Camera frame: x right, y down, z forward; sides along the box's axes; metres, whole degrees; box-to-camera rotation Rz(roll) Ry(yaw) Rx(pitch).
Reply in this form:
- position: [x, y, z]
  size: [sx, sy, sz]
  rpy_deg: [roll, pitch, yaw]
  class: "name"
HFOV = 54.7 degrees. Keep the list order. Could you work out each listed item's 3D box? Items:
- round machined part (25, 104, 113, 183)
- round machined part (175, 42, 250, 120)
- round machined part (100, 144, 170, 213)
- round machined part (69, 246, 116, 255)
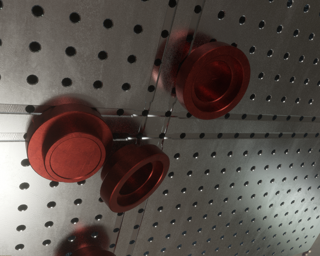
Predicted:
- position: [-0.102, 0.025, 0.361]
  size: [0.099, 0.042, 0.097]
  rpy_deg: [-14, 125, -21]
  class: "round machined part"
- position: [0.063, -0.063, 0.398]
  size: [0.099, 0.042, 0.097]
  rpy_deg: [-14, 125, -21]
  class: "round machined part"
- position: [-0.037, 0.060, 0.404]
  size: [0.099, 0.042, 0.097]
  rpy_deg: [-34, 147, -25]
  class: "round machined part"
- position: [-0.112, 0.224, 0.479]
  size: [0.099, 0.042, 0.097]
  rpy_deg: [-14, 125, -21]
  class: "round machined part"
